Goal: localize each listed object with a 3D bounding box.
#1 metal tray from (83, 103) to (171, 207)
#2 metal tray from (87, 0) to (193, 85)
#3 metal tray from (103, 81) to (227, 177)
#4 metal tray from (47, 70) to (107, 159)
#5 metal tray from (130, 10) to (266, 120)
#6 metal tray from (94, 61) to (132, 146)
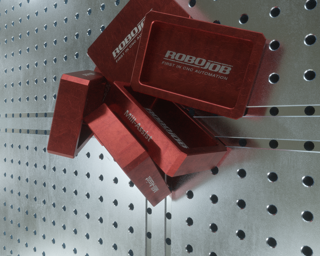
[{"bbox_3d":[-0.036,0.037,0.377,0.030,0.130,0.090,-38,60,-9],"label":"metal tray"},{"bbox_3d":[-0.026,-0.114,0.404,0.130,0.030,0.090,-44,66,15],"label":"metal tray"},{"bbox_3d":[0.005,-0.003,0.362,0.130,0.091,0.030,46,117,30],"label":"metal tray"},{"bbox_3d":[-0.100,-0.025,0.394,0.030,0.130,0.089,14,102,-4],"label":"metal tray"},{"bbox_3d":[0.039,-0.070,0.343,0.130,0.030,0.089,17,102,15],"label":"metal tray"},{"bbox_3d":[-0.071,-0.049,0.466,0.090,0.030,0.129,46,117,29],"label":"metal tray"}]
